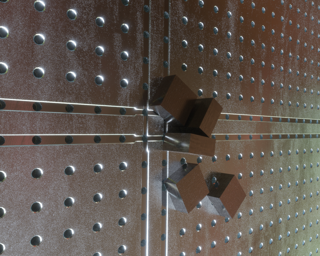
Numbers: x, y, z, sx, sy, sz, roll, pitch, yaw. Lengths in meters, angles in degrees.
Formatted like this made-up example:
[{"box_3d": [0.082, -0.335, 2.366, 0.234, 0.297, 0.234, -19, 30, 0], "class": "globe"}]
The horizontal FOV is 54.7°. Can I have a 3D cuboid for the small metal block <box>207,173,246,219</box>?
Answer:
[{"box_3d": [0.109, 0.110, 0.504, 0.050, 0.025, 0.050, -48, 119, -30], "class": "small metal block"}]

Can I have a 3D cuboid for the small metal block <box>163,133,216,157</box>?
[{"box_3d": [0.041, 0.023, 0.429, 0.050, 0.050, 0.025, 13, 82, -40], "class": "small metal block"}]

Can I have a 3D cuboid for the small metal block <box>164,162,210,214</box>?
[{"box_3d": [0.039, 0.085, 0.445, 0.050, 0.025, 0.050, -35, 112, -35], "class": "small metal block"}]

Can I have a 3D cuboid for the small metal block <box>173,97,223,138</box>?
[{"box_3d": [0.054, -0.014, 0.441, 0.025, 0.050, 0.050, 42, 64, -32], "class": "small metal block"}]

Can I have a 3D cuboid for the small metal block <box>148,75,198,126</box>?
[{"box_3d": [0.019, -0.037, 0.427, 0.050, 0.025, 0.050, 39, 66, -33], "class": "small metal block"}]
